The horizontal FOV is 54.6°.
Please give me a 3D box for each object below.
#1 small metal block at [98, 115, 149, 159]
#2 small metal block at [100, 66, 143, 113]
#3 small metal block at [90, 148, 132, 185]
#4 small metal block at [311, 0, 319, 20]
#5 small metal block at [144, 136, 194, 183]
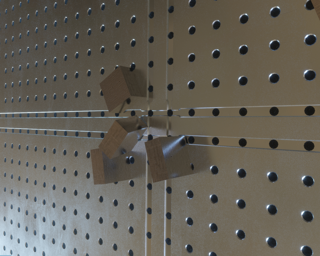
[{"bbox_3d":[-0.051,0.012,0.433,0.025,0.050,0.050,44,117,15],"label":"small metal block"},{"bbox_3d":[-0.058,-0.056,0.459,0.050,0.025,0.050,-33,70,35],"label":"small metal block"},{"bbox_3d":[-0.071,0.054,0.453,0.025,0.050,0.050,-12,83,40],"label":"small metal block"},{"bbox_3d":[0.164,-0.121,0.274,0.050,0.025,0.050,-25,74,37],"label":"small metal block"},{"bbox_3d":[0.012,0.038,0.384,0.025,0.050,0.050,-21,77,38],"label":"small metal block"}]
